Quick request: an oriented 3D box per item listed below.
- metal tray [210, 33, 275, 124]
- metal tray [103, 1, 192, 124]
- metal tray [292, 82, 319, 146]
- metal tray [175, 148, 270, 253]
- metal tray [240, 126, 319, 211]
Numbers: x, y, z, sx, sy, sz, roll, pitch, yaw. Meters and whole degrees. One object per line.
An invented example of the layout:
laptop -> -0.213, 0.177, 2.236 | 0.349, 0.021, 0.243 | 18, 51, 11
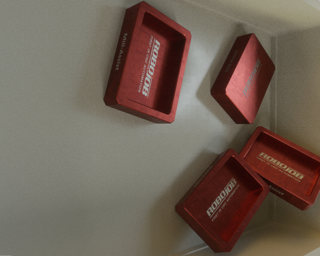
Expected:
metal tray -> 0.144, -0.082, 0.523 | 0.090, 0.030, 0.130 | 43, 64, -32
metal tray -> -0.012, -0.078, 0.392 | 0.091, 0.030, 0.129 | 20, 78, -38
metal tray -> 0.330, -0.033, 0.682 | 0.091, 0.030, 0.129 | -12, 98, -39
metal tray -> 0.095, 0.104, 0.457 | 0.090, 0.030, 0.131 | 47, 58, 2
metal tray -> 0.199, 0.063, 0.512 | 0.090, 0.130, 0.030 | -48, 158, -29
